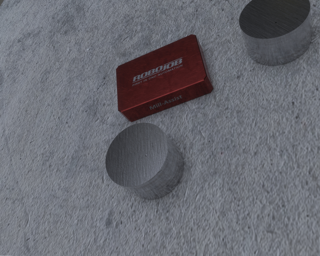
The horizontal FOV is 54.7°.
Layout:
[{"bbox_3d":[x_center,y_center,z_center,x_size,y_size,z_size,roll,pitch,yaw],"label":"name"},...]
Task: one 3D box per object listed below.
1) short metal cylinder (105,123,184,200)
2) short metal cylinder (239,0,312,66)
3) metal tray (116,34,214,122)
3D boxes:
[{"bbox_3d":[-0.017,0.040,0.372,0.080,0.050,0.080,-13,56,21],"label":"short metal cylinder"},{"bbox_3d":[0.145,-0.125,0.389,0.080,0.050,0.080,-13,56,21],"label":"short metal cylinder"},{"bbox_3d":[0.002,-0.071,0.443,0.130,0.030,0.090,-20,54,16],"label":"metal tray"}]
